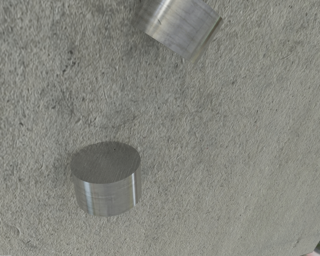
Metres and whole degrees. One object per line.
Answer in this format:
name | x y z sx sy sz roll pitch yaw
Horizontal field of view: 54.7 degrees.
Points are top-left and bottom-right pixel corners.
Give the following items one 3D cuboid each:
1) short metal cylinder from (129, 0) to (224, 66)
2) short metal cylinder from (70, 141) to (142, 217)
short metal cylinder | 0.016 -0.106 0.314 0.080 0.080 0.050 23 106 -37
short metal cylinder | -0.063 0.059 0.373 0.081 0.080 0.050 -13 124 -21
